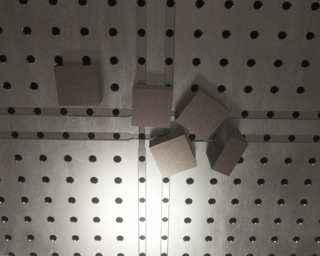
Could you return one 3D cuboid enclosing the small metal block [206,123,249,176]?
[{"bbox_3d":[0.088,0.028,0.412,0.025,0.050,0.050,23,108,-9],"label":"small metal block"}]

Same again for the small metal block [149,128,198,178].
[{"bbox_3d":[0.018,0.035,0.427,0.050,0.025,0.050,-21,109,7],"label":"small metal block"}]

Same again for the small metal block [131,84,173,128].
[{"bbox_3d":[-0.010,-0.029,0.403,0.050,0.025,0.050,3,110,-2],"label":"small metal block"}]

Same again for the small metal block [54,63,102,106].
[{"bbox_3d":[-0.102,-0.056,0.392,0.050,0.025,0.050,-1,110,0],"label":"small metal block"}]

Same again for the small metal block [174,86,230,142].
[{"bbox_3d":[0.055,-0.019,0.407,0.050,0.025,0.050,34,106,-12],"label":"small metal block"}]
